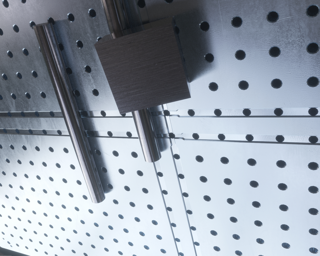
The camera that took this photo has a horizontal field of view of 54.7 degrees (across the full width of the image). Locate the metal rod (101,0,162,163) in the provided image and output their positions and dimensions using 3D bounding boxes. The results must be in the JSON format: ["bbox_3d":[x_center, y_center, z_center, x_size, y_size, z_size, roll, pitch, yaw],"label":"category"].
[{"bbox_3d":[-0.041,-0.088,0.377,0.025,0.025,0.298,1,119,27],"label":"metal rod"}]

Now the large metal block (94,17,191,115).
[{"bbox_3d":[-0.015,-0.069,0.342,0.080,0.050,0.080,-13,115,10],"label":"large metal block"}]

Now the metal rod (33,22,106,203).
[{"bbox_3d":[-0.131,-0.006,0.476,0.025,0.025,0.298,4,121,26],"label":"metal rod"}]
